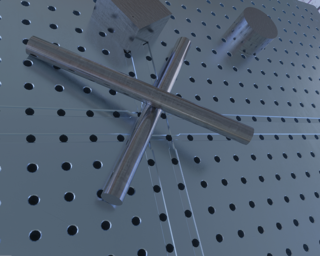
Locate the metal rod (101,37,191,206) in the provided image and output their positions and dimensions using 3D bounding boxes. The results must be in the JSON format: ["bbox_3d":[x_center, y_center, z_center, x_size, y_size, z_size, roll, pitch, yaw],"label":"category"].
[{"bbox_3d":[-0.006,-0.032,0.425,0.025,0.025,0.300,30,52,-9],"label":"metal rod"}]

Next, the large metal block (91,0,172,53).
[{"bbox_3d":[-0.043,-0.175,0.477,0.080,0.050,0.080,46,51,4],"label":"large metal block"}]

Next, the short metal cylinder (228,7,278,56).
[{"bbox_3d":[0.182,-0.189,0.609,0.081,0.050,0.080,14,56,-21],"label":"short metal cylinder"}]

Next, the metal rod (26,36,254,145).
[{"bbox_3d":[-0.022,-0.046,0.397,0.301,0.025,0.025,22,53,-4],"label":"metal rod"}]
